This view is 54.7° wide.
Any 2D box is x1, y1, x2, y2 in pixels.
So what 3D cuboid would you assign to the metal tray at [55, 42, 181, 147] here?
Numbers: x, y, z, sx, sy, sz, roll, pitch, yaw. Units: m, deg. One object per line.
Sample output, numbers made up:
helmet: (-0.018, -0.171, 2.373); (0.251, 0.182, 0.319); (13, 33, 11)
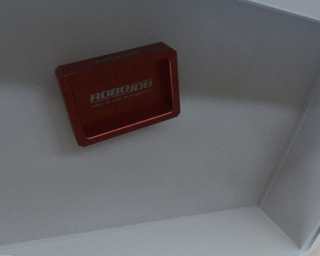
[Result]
metal tray: (-0.043, -0.040, 0.358); (0.131, 0.030, 0.089); (-19, 126, -18)
